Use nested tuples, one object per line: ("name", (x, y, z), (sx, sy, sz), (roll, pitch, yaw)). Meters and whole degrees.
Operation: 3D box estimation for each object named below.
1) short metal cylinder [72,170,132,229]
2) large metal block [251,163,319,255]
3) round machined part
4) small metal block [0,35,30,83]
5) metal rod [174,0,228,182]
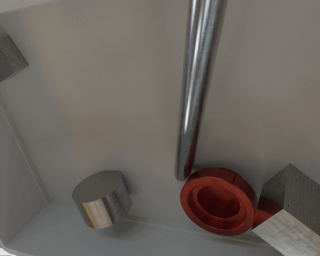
("short metal cylinder", (-0.090, 0.110, 0.487), (0.080, 0.080, 0.050), (-3, 117, 29))
("large metal block", (0.159, 0.101, 0.351), (0.080, 0.080, 0.050), (37, 129, 3))
("round machined part", (0.080, 0.092, 0.412), (0.098, 0.042, 0.097), (13, 124, 20))
("small metal block", (-0.234, -0.103, 0.465), (0.050, 0.025, 0.050), (-19, 109, 35))
("metal rod", (0.031, -0.016, 0.306), (0.025, 0.025, 0.299), (23, 151, 14))
